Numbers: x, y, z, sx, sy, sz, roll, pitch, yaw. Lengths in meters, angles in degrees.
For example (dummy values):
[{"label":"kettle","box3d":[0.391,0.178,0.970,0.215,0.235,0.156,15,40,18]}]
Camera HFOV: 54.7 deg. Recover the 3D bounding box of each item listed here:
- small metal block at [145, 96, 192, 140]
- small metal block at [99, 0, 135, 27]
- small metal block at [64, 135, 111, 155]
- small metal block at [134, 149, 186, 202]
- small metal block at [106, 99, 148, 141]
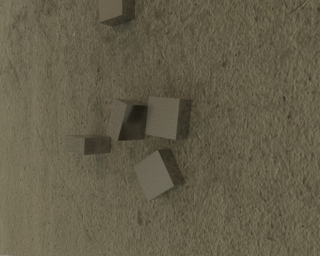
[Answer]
[{"label":"small metal block","box3d":[0.010,-0.013,0.397,0.050,0.025,0.050,9,96,39]},{"label":"small metal block","box3d":[-0.064,-0.183,0.458,0.050,0.025,0.050,-1,90,40]},{"label":"small metal block","box3d":[-0.112,0.025,0.481,0.050,0.050,0.025,5,93,40]},{"label":"small metal block","box3d":[-0.001,0.061,0.406,0.050,0.025,0.050,-38,67,33]},{"label":"small metal block","box3d":[-0.041,-0.011,0.423,0.025,0.050,0.050,26,106,37]}]
